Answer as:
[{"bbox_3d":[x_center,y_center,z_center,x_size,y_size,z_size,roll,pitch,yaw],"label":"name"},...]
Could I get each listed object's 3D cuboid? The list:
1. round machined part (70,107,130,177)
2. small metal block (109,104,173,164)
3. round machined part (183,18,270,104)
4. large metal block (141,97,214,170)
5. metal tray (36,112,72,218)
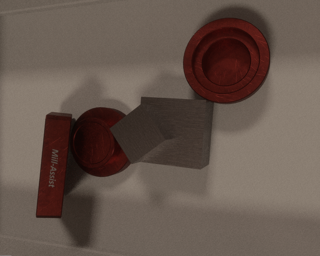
[{"bbox_3d":[-0.084,0.020,0.430,0.098,0.042,0.097,0,90,19],"label":"round machined part"},{"bbox_3d":[-0.022,0.007,0.365,0.050,0.025,0.050,-37,79,16],"label":"small metal block"},{"bbox_3d":[0.081,-0.077,0.373,0.098,0.042,0.097,0,90,19],"label":"round machined part"},{"bbox_3d":[0.020,0.005,0.389,0.080,0.050,0.079,5,92,19],"label":"large metal block"},{"bbox_3d":[-0.142,0.045,0.423,0.030,0.090,0.129,6,93,-16],"label":"metal tray"}]
